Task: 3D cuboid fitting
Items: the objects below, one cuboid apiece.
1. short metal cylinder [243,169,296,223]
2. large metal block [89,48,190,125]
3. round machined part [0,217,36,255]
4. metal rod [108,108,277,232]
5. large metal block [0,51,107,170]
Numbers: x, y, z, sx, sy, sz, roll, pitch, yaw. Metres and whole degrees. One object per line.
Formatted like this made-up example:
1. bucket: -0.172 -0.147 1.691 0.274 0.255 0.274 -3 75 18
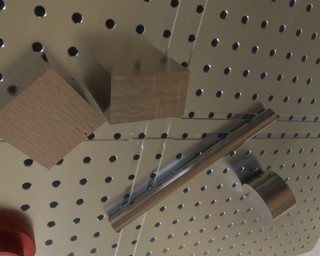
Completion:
1. short metal cylinder: 0.195 0.122 0.557 0.050 0.080 0.080 -31 129 -9
2. large metal block: -0.026 -0.049 0.331 0.081 0.080 0.050 -8 122 -24
3. round machined part: -0.208 0.163 0.387 0.099 0.042 0.097 -14 124 -21
4. metal rod: 0.054 0.061 0.478 0.301 0.025 0.025 -34 129 -6
5. large metal block: -0.118 -0.017 0.320 0.080 0.050 0.080 -41 130 0
